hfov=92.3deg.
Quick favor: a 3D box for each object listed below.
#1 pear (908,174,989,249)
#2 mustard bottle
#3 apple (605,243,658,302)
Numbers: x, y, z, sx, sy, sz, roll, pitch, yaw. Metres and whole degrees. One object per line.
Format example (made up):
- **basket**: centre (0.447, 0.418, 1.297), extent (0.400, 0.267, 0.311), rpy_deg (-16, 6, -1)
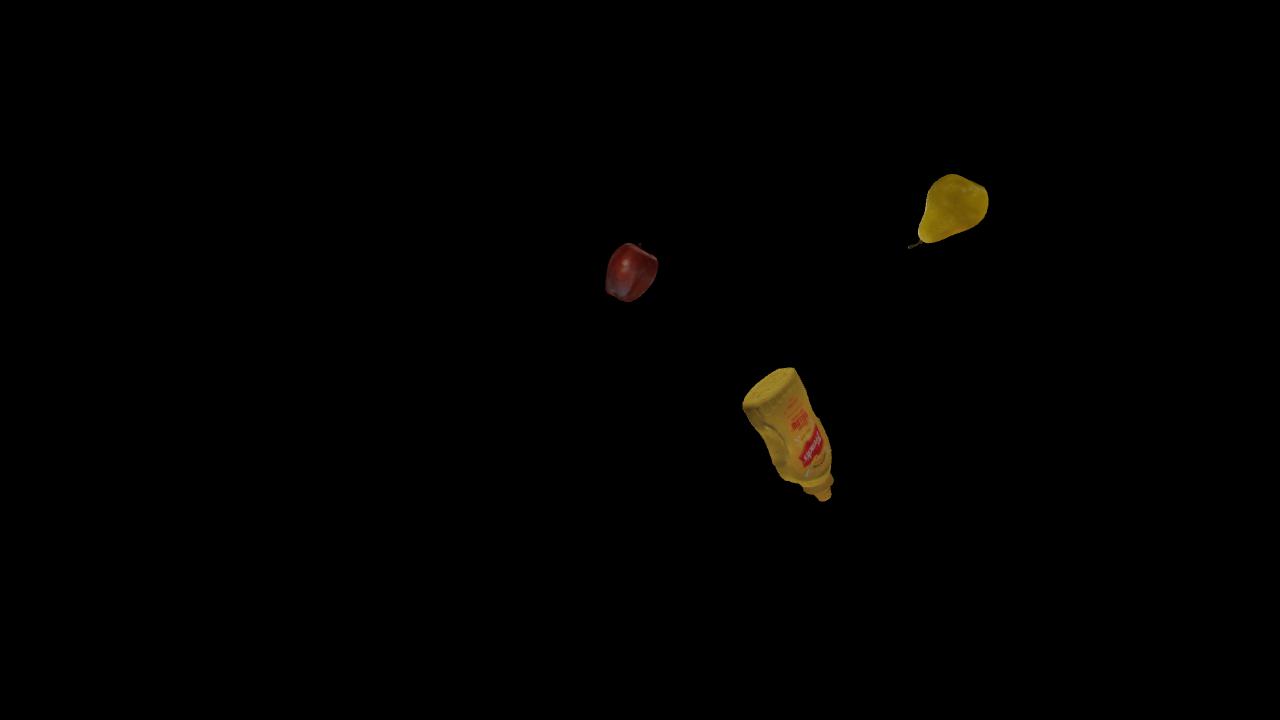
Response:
- **pear**: centre (0.415, -0.191, 0.835), extent (0.080, 0.111, 0.080), rpy_deg (19, 28, -11)
- **mustard bottle**: centre (0.204, 0.108, 0.797), extent (0.054, 0.184, 0.092), rpy_deg (-11, 24, 50)
- **apple**: centre (-0.016, -0.139, 0.962), extent (0.079, 0.093, 0.079), rpy_deg (26, 7, -3)
